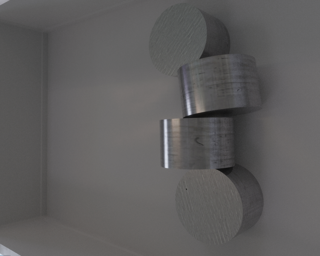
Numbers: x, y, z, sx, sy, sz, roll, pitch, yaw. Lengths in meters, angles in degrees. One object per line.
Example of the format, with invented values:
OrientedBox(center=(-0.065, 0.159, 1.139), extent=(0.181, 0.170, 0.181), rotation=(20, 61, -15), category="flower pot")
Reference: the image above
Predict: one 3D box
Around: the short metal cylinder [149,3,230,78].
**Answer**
OrientedBox(center=(0.034, -0.098, 0.362), extent=(0.080, 0.050, 0.080), rotation=(0, 89, 40), category="short metal cylinder")

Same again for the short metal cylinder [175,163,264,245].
OrientedBox(center=(0.064, 0.079, 0.338), extent=(0.080, 0.050, 0.080), rotation=(0, 90, 40), category="short metal cylinder")

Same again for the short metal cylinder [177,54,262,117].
OrientedBox(center=(0.061, -0.039, 0.321), extent=(0.080, 0.081, 0.050), rotation=(-10, 84, 39), category="short metal cylinder")

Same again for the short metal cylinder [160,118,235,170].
OrientedBox(center=(0.040, 0.015, 0.338), extent=(0.080, 0.081, 0.050), rotation=(-2, 89, 40), category="short metal cylinder")
